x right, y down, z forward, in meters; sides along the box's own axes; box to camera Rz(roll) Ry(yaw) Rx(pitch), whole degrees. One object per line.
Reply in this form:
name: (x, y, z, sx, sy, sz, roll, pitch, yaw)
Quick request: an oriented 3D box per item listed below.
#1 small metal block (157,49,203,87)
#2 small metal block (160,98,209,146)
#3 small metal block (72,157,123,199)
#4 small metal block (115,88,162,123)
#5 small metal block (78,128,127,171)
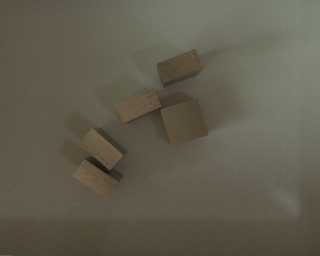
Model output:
small metal block: (0.024, -0.075, 0.399, 0.050, 0.050, 0.025, -21, 90, 0)
small metal block: (0.031, -0.008, 0.412, 0.050, 0.025, 0.050, -17, 90, -1)
small metal block: (-0.078, 0.061, 0.398, 0.050, 0.050, 0.025, 34, 90, -1)
small metal block: (-0.026, -0.027, 0.399, 0.050, 0.050, 0.025, -24, 90, 0)
small metal block: (-0.071, 0.026, 0.398, 0.050, 0.050, 0.025, 41, 90, -1)
